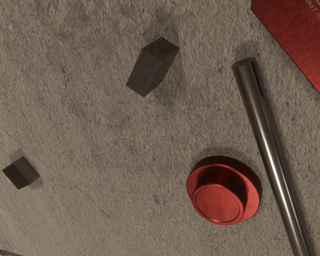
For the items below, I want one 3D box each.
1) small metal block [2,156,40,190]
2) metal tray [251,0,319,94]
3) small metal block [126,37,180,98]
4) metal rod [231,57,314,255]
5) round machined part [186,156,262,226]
[{"bbox_3d":[-0.269,0.088,0.600,0.050,0.025,0.050,-25,105,36],"label":"small metal block"},{"bbox_3d":[0.155,-0.089,0.267,0.130,0.030,0.090,48,128,-6],"label":"metal tray"},{"bbox_3d":[-0.008,-0.069,0.351,0.025,0.050,0.050,35,129,5],"label":"small metal block"},{"bbox_3d":[0.143,0.061,0.368,0.025,0.025,0.299,-11,113,32],"label":"metal rod"},{"bbox_3d":[0.081,0.088,0.407,0.098,0.042,0.097,13,124,20],"label":"round machined part"}]
